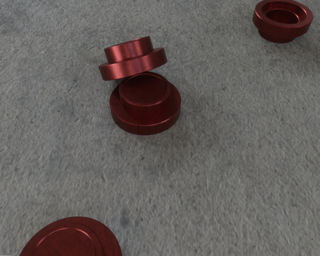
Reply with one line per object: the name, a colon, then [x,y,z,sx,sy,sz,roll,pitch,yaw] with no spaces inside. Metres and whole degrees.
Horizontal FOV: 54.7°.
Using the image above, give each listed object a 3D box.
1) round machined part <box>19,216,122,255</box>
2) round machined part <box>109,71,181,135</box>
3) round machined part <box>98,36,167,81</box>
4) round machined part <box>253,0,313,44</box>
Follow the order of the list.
round machined part: [-0.084,0.127,0.284,0.099,0.042,0.098,0,50,0]
round machined part: [-0.020,-0.040,0.426,0.099,0.042,0.098,0,50,0]
round machined part: [-0.042,-0.104,0.448,0.098,0.042,0.098,-14,18,5]
round machined part: [0.215,-0.188,0.553,0.099,0.042,0.098,0,50,0]
